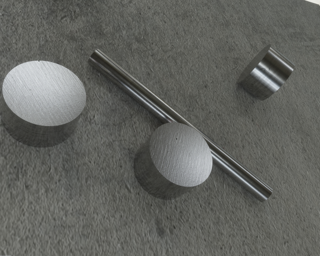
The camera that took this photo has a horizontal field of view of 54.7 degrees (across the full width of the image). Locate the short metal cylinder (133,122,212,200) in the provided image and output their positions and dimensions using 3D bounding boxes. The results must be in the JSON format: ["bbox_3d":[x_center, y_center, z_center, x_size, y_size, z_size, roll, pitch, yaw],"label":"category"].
[{"bbox_3d":[0.015,0.040,0.371,0.081,0.050,0.080,14,56,-21],"label":"short metal cylinder"}]

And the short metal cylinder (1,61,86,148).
[{"bbox_3d":[-0.126,-0.025,0.335,0.081,0.050,0.080,14,56,-21],"label":"short metal cylinder"}]

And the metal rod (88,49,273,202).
[{"bbox_3d":[0.029,-0.002,0.420,0.300,0.025,0.025,39,51,-2],"label":"metal rod"}]

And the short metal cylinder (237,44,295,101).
[{"bbox_3d":[0.176,-0.092,0.520,0.050,0.080,0.080,38,51,-3],"label":"short metal cylinder"}]
